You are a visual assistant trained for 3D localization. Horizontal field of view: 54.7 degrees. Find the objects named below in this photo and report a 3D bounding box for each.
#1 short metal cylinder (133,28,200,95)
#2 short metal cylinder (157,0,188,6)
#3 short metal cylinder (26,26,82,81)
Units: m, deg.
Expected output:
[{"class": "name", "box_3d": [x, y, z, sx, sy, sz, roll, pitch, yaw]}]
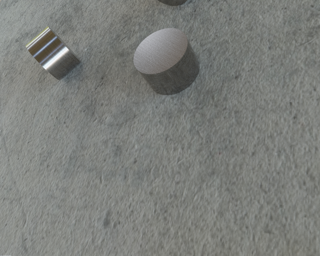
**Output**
[{"class": "short metal cylinder", "box_3d": [0.010, -0.094, 0.439, 0.080, 0.050, 0.080, -13, 56, 20]}, {"class": "short metal cylinder", "box_3d": [0.020, -0.251, 0.511, 0.080, 0.080, 0.050, 11, 67, 32]}, {"class": "short metal cylinder", "box_3d": [-0.185, -0.130, 0.543, 0.050, 0.080, 0.080, -42, 51, 0]}]
